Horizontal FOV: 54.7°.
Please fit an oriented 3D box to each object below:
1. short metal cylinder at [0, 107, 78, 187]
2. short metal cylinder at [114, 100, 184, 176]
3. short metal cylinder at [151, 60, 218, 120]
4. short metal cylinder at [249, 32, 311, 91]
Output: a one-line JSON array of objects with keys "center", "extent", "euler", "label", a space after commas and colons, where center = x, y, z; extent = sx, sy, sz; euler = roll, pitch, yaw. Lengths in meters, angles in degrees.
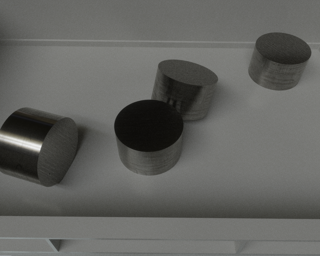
[{"center": [-0.136, 0.021, 0.350], "extent": [0.050, 0.080, 0.080], "euler": [14, 51, 11], "label": "short metal cylinder"}, {"center": [-0.013, 0.011, 0.379], "extent": [0.081, 0.050, 0.080], "euler": [0, 50, 0], "label": "short metal cylinder"}, {"center": [0.032, -0.053, 0.418], "extent": [0.081, 0.050, 0.080], "euler": [10, 32, -6], "label": "short metal cylinder"}, {"center": [0.183, -0.103, 0.478], "extent": [0.081, 0.050, 0.080], "euler": [0, 50, 0], "label": "short metal cylinder"}]
